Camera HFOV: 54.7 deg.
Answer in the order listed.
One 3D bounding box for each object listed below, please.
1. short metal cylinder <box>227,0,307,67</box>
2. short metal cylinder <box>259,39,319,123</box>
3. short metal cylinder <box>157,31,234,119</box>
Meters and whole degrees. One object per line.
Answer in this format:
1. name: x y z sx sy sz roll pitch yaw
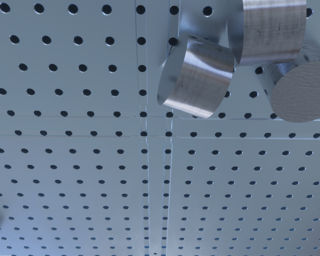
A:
1. short metal cylinder: 0.096 -0.100 0.291 0.050 0.080 0.080 -4 130 3
2. short metal cylinder: 0.160 -0.052 0.352 0.081 0.050 0.079 0 130 0
3. short metal cylinder: 0.035 -0.055 0.329 0.050 0.080 0.079 17 128 -14
